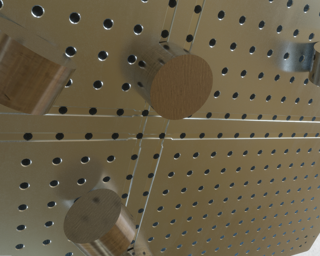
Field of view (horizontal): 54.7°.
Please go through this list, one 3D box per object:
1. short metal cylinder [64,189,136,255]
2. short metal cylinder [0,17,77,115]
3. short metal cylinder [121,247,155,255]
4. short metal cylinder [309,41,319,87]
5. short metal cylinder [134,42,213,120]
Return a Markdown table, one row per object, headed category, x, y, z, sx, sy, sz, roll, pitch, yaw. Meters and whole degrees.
| category | x | y | z | sx | sy | sz | roll | pitch | yaw |
| --- | --- | --- | --- | --- | --- | --- | --- | --- | --- |
| short metal cylinder | -0.079 | 0.129 | 0.413 | 0.080 | 0.080 | 0.050 | -31 | 129 | -9 |
| short metal cylinder | -0.123 | -0.055 | 0.275 | 0.080 | 0.080 | 0.050 | 27 | 103 | -38 |
| short metal cylinder | -0.037 | 0.255 | 0.535 | 0.081 | 0.050 | 0.079 | -14 | 125 | -21 |
| short metal cylinder | 0.272 | -0.097 | 0.467 | 0.081 | 0.080 | 0.050 | -19 | 126 | -18 |
| short metal cylinder | 0.015 | -0.056 | 0.370 | 0.081 | 0.050 | 0.079 | -14 | 125 | -21 |
